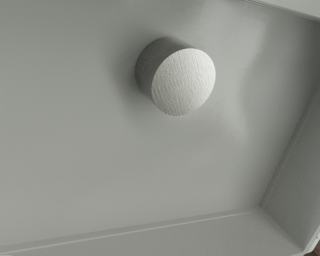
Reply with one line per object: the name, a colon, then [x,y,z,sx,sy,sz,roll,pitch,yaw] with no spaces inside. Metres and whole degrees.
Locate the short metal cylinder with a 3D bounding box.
short metal cylinder: [0.017,-0.061,0.364,0.081,0.050,0.080,-14,124,-21]
